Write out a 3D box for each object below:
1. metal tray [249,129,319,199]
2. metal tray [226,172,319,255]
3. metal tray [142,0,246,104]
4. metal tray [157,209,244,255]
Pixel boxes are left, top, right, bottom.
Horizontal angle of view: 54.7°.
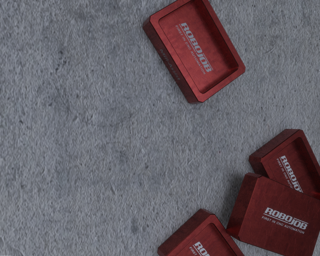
[{"bbox_3d":[0.205,0.077,0.481,0.090,0.030,0.130,-33,101,-17],"label":"metal tray"},{"bbox_3d":[0.166,0.126,0.435,0.131,0.030,0.090,24,82,-19],"label":"metal tray"},{"bbox_3d":[0.049,-0.109,0.423,0.090,0.030,0.130,-36,102,-16],"label":"metal tray"},{"bbox_3d":[0.069,0.191,0.431,0.090,0.030,0.130,-39,103,-16],"label":"metal tray"}]
